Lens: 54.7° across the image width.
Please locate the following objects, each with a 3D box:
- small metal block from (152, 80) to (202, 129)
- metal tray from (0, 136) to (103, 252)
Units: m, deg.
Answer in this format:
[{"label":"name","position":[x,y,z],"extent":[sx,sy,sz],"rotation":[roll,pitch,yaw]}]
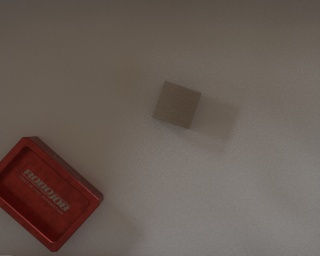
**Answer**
[{"label":"small metal block","position":[0.022,-0.030,0.412],"extent":[0.050,0.025,0.050],"rotation":[19,90,-1]},{"label":"metal tray","position":[-0.152,0.084,0.406],"extent":[0.130,0.030,0.090],"rotation":[42,90,-1]}]
